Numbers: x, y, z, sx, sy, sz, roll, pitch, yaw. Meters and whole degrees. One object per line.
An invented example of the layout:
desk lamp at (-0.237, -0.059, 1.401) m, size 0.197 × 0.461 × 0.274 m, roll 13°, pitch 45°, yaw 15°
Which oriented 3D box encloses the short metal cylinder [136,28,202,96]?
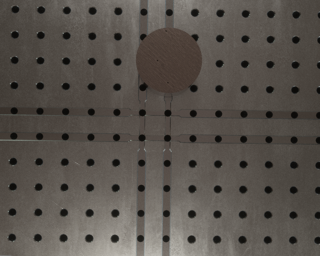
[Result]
short metal cylinder at (0.011, -0.082, 0.401) m, size 0.081 × 0.050 × 0.079 m, roll 0°, pitch 90°, yaw -1°
